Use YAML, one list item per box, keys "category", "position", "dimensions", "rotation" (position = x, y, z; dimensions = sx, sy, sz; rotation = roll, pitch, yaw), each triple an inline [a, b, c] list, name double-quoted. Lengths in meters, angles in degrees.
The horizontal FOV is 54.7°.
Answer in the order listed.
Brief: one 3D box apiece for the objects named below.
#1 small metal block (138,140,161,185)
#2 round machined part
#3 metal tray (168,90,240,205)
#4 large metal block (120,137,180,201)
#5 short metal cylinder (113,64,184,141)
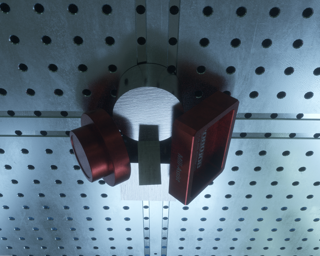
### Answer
- category: "small metal block"
  position: [-0.013, 0.043, 0.376]
  dimensions: [0.025, 0.050, 0.050]
  rotation: [-2, 172, -2]
- category: "round machined part"
  position: [-0.078, 0.028, 0.381]
  dimensions: [0.042, 0.098, 0.097]
  rotation: [-22, 136, -26]
- category: "metal tray"
  position: [0.054, 0.027, 0.394]
  dimensions: [0.030, 0.091, 0.129]
  rotation: [32, 139, 31]
- category: "large metal block"
  position: [-0.015, 0.060, 0.446]
  dimensions: [0.081, 0.050, 0.079]
  rotation: [2, 130, -2]
- category: "short metal cylinder"
  position: [-0.013, -0.029, 0.369]
  dimensions: [0.081, 0.050, 0.079]
  rotation: [0, 130, 0]
